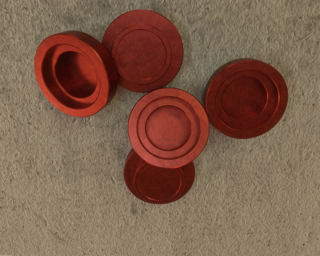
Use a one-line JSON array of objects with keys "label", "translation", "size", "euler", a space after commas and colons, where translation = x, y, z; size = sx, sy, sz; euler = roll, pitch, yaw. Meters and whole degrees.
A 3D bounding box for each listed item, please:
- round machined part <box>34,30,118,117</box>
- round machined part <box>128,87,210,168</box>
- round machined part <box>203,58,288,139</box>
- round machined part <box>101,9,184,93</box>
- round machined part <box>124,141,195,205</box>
[{"label": "round machined part", "translation": [-0.094, -0.065, 0.365], "size": [0.098, 0.042, 0.097], "euler": [10, 119, 18]}, {"label": "round machined part", "translation": [0.010, 0.000, 0.391], "size": [0.099, 0.042, 0.097], "euler": [0, 87, -3]}, {"label": "round machined part", "translation": [0.104, -0.039, 0.389], "size": [0.099, 0.042, 0.097], "euler": [0, 110, -1]}, {"label": "round machined part", "translation": [-0.021, -0.089, 0.368], "size": [0.099, 0.042, 0.097], "euler": [0, 110, -1]}, {"label": "round machined part", "translation": [-0.001, 0.064, 0.425], "size": [0.099, 0.042, 0.097], "euler": [0, 110, -1]}]
